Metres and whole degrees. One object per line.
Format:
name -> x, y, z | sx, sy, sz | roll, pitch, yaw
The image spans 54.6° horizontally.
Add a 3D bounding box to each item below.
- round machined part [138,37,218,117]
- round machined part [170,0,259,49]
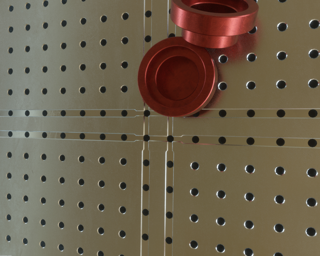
round machined part -> 0.025, -0.062, 0.395 | 0.098, 0.042, 0.097 | 0, 90, 20
round machined part -> 0.061, -0.127, 0.363 | 0.098, 0.098, 0.042 | 20, 132, 19
